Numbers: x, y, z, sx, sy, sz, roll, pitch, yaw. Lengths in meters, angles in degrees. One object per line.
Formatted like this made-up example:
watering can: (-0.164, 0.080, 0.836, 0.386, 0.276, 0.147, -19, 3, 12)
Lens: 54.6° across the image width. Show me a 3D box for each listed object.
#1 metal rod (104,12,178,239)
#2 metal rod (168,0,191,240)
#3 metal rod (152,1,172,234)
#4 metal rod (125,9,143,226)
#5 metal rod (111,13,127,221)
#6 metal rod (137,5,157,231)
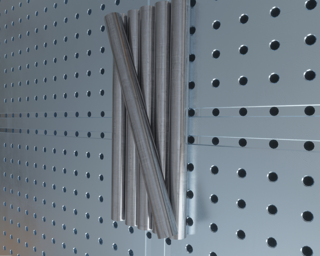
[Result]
metal rod: (-0.028, -0.013, 0.401, 0.025, 0.025, 0.299, -24, 75, 37)
metal rod: (0.024, -0.012, 0.391, 0.025, 0.025, 0.298, 2, 91, 40)
metal rod: (0.004, -0.013, 0.408, 0.025, 0.025, 0.298, 1, 91, 40)
metal rod: (-0.035, -0.014, 0.439, 0.025, 0.025, 0.298, 1, 91, 40)
metal rod: (-0.058, -0.015, 0.457, 0.025, 0.025, 0.298, 1, 91, 40)
metal rod: (-0.017, -0.013, 0.423, 0.025, 0.025, 0.298, 1, 91, 40)
